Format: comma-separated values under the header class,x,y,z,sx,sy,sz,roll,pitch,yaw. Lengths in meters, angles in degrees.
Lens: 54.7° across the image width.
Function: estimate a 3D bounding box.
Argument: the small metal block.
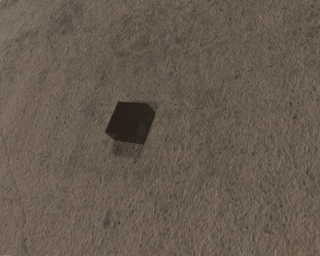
class,x,y,z,sx,sy,sz,roll,pitch,yaw
small metal block,-0.041,-0.008,0.428,0.050,0.025,0.050,6,65,30
